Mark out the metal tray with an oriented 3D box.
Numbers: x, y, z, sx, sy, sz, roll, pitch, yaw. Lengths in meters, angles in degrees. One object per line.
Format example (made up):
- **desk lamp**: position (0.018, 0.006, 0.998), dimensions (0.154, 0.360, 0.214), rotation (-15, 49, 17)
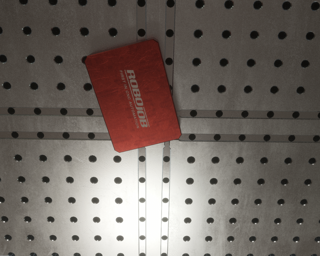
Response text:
- **metal tray**: position (-0.031, -0.040, 0.396), dimensions (0.090, 0.030, 0.129), rotation (-14, 110, 4)
